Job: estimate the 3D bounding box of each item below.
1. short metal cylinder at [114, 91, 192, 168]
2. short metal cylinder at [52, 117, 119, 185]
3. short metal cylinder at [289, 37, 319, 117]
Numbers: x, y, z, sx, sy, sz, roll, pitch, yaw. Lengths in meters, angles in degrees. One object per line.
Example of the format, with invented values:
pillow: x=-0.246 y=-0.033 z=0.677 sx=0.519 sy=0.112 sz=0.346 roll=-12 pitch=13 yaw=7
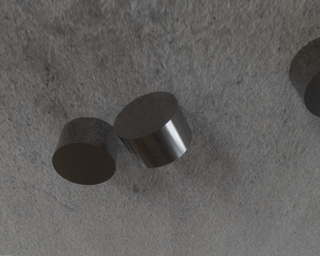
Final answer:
short metal cylinder: x=-0.008 y=0.001 z=0.372 sx=0.080 sy=0.080 sz=0.050 roll=-18 pitch=128 yaw=14
short metal cylinder: x=-0.097 y=0.032 z=0.416 sx=0.081 sy=0.050 sz=0.079 roll=0 pitch=130 yaw=0
short metal cylinder: x=0.194 y=-0.057 z=0.345 sx=0.081 sy=0.050 sz=0.079 roll=0 pitch=130 yaw=0
